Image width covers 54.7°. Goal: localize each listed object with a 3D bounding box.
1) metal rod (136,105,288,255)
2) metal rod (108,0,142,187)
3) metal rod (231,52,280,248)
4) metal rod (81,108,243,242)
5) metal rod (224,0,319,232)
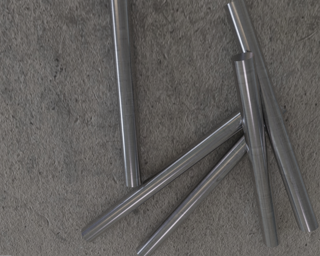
[{"bbox_3d":[0.064,0.082,0.440,0.025,0.025,0.299,36,106,-12],"label":"metal rod"},{"bbox_3d":[-0.043,-0.063,0.386,0.025,0.025,0.298,-2,110,0],"label":"metal rod"},{"bbox_3d":[0.130,0.048,0.405,0.025,0.025,0.298,-15,118,5],"label":"metal rod"},{"bbox_3d":[0.004,0.070,0.435,0.300,0.025,0.025,-39,106,13],"label":"metal rod"},{"bbox_3d":[0.140,-0.008,0.380,0.025,0.025,0.299,-21,100,7],"label":"metal rod"}]
